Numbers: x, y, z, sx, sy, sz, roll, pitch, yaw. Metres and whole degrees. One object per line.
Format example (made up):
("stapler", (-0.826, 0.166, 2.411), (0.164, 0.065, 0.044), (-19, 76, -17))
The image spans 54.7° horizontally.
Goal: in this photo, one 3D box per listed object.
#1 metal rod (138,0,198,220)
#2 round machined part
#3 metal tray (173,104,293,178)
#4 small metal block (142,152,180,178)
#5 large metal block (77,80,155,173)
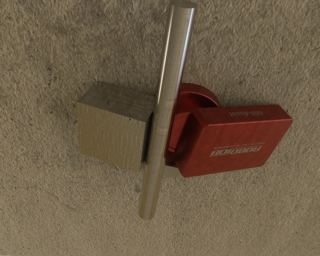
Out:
("metal rod", (0.000, 0.008, 0.360), (0.025, 0.025, 0.298), (6, 128, -5))
("round machined part", (0.031, -0.005, 0.393), (0.099, 0.042, 0.097), (0, 130, 0))
("metal tray", (0.091, 0.016, 0.391), (0.131, 0.030, 0.089), (-4, 134, -24))
("small metal block", (0.006, 0.049, 0.437), (0.050, 0.025, 0.050), (12, 155, -10))
("large metal block", (-0.050, -0.002, 0.376), (0.080, 0.050, 0.079), (17, 130, 9))
